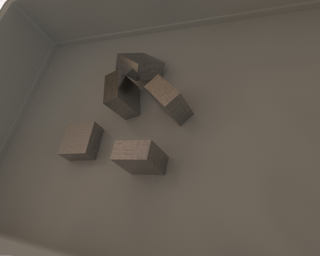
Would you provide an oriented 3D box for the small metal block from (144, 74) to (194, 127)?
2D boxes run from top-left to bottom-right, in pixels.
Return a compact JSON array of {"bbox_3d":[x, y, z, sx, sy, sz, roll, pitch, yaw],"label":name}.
[{"bbox_3d":[0.012,-0.036,0.406,0.025,0.050,0.050,-43,51,-1],"label":"small metal block"}]

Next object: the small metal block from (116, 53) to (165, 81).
[{"bbox_3d":[-0.030,-0.092,0.460,0.050,0.050,0.025,33,123,38],"label":"small metal block"}]

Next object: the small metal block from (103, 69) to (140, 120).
[{"bbox_3d":[-0.054,-0.047,0.446,0.025,0.050,0.050,-20,54,25],"label":"small metal block"}]

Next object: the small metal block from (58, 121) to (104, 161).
[{"bbox_3d":[-0.115,0.020,0.454,0.050,0.025,0.050,-4,60,26],"label":"small metal block"}]

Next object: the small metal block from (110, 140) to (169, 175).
[{"bbox_3d":[-0.024,0.037,0.380,0.050,0.050,0.025,-3,61,27],"label":"small metal block"}]
